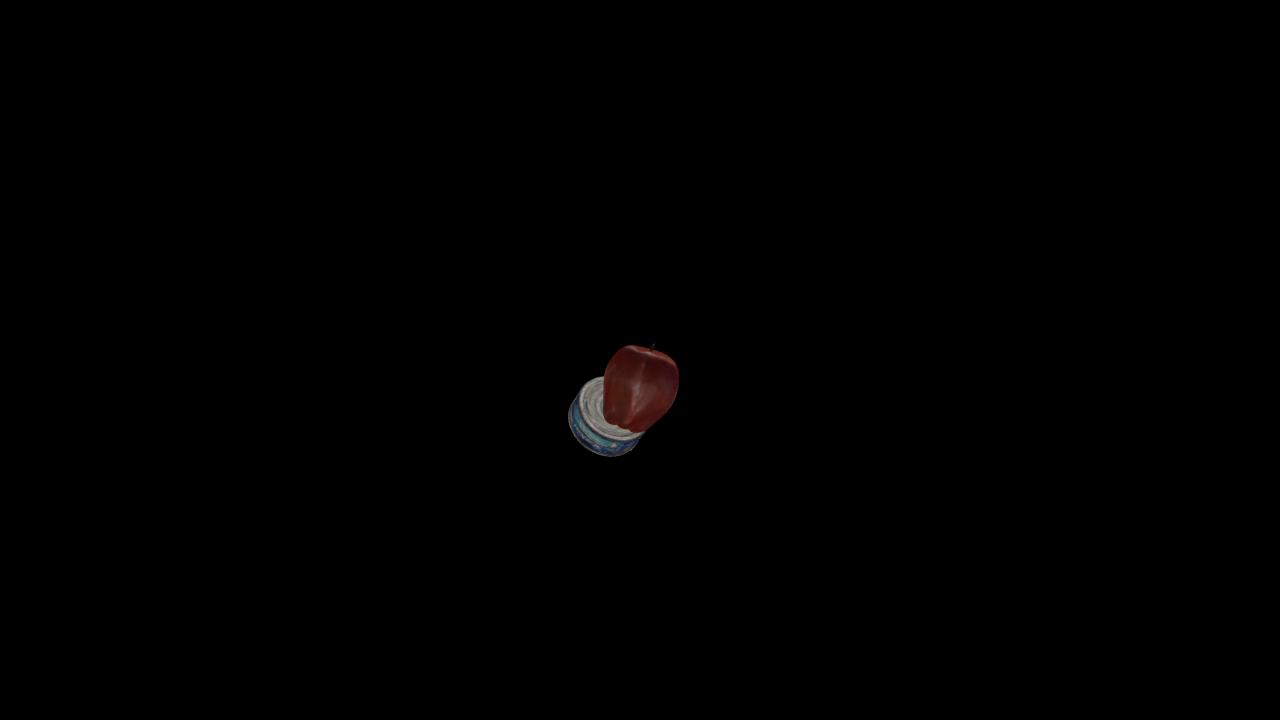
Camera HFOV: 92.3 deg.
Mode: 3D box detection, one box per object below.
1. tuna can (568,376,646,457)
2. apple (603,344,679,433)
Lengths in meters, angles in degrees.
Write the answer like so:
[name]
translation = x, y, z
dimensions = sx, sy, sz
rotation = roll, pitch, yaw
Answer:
[tuna can]
translation = -0.032, 0.059, 0.659
dimensions = 0.084, 0.084, 0.034
rotation = 0, -35, -28
[apple]
translation = 0.000, 0.027, 0.637
dimensions = 0.079, 0.093, 0.079
rotation = 20, 2, -1
